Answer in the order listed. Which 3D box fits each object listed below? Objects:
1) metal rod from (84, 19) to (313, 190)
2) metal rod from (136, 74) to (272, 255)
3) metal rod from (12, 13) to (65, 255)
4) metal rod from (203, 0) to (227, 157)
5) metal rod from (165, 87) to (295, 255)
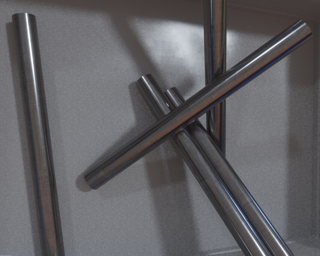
[{"bbox_3d":[0.035,-0.020,0.358,0.300,0.025,0.025,-36,103,9],"label":"metal rod"},{"bbox_3d":[0.057,0.060,0.370,0.025,0.025,0.299,-28,75,-18],"label":"metal rod"},{"bbox_3d":[-0.139,0.021,0.359,0.025,0.025,0.298,-7,93,-20],"label":"metal rod"},{"bbox_3d":[0.067,-0.061,0.371,0.025,0.025,0.298,-18,121,-19],"label":"metal rod"},{"bbox_3d":[0.091,0.074,0.379,0.025,0.025,0.299,-28,74,-18],"label":"metal rod"}]
